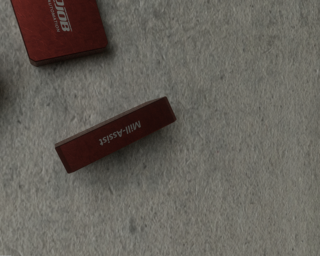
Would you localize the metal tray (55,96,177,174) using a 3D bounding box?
[{"bbox_3d":[-0.056,0.005,0.367,0.131,0.090,0.030,-26,98,-17],"label":"metal tray"}]

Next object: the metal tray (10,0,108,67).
[{"bbox_3d":[-0.123,-0.146,0.361,0.091,0.030,0.129,-18,96,-20],"label":"metal tray"}]
